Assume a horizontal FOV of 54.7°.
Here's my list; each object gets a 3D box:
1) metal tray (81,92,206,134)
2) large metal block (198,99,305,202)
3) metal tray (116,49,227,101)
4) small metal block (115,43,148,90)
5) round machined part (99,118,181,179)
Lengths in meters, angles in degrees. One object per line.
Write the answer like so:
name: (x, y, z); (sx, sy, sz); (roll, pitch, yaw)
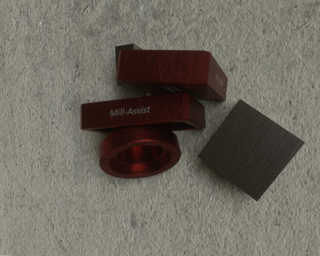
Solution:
metal tray: (-0.018, -0.013, 0.378); (0.130, 0.090, 0.030); (-5, 82, 19)
large metal block: (0.104, 0.023, 0.359); (0.080, 0.050, 0.080); (38, 102, 15)
metal tray: (0.021, -0.055, 0.345); (0.090, 0.130, 0.030); (6, 90, 19)
small metal block: (-0.035, -0.078, 0.407); (0.025, 0.050, 0.050); (-4, 89, 20)
round machined part: (-0.026, 0.023, 0.385); (0.098, 0.098, 0.042); (-23, 56, 18)
